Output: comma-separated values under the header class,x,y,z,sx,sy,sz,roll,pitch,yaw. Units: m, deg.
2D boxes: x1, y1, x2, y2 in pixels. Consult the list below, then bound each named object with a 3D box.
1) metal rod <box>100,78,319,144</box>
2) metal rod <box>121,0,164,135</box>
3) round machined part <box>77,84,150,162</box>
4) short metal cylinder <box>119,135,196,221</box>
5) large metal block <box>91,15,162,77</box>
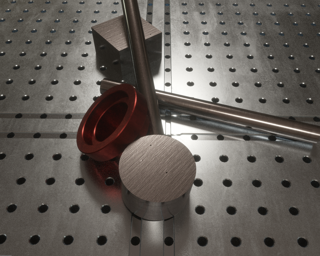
class,x,y,z,sx,sy,sz,roll,pitch,yaw
metal rod,0.060,-0.026,0.430,0.301,0.025,0.025,14,51,11
metal rod,-0.031,-0.110,0.444,0.025,0.025,0.299,-8,67,-7
round machined part,-0.052,-0.003,0.378,0.098,0.042,0.098,-26,43,28
short metal cylinder,-0.004,0.054,0.342,0.081,0.050,0.080,2,53,-3
large metal block,-0.053,-0.140,0.508,0.081,0.050,0.080,-31,57,-24
